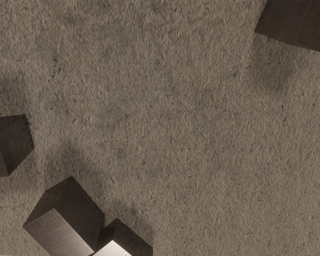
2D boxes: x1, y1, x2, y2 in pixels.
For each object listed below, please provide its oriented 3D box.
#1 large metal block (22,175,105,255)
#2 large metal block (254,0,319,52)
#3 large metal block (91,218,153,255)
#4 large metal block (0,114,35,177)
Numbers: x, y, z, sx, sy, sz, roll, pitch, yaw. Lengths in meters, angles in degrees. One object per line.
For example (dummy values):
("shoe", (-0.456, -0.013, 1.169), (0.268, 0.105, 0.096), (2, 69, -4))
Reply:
("large metal block", (-0.127, 0.126, 0.425), (0.050, 0.080, 0.080), (-31, 108, 10))
("large metal block", (0.153, -0.132, 0.334), (0.050, 0.080, 0.079), (17, 109, -7))
("large metal block", (-0.068, 0.198, 0.469), (0.080, 0.050, 0.080), (-41, 106, 13))
("large metal block", (-0.217, 0.022, 0.386), (0.080, 0.080, 0.050), (-6, 110, 2))
